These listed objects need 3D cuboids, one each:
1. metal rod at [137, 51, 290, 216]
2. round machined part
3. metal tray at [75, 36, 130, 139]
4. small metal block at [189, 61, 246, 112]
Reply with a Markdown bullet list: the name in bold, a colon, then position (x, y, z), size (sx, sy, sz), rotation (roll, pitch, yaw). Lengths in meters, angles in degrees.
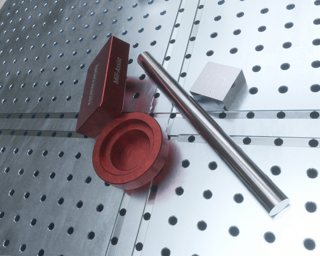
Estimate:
- **metal rod**: position (0.046, -0.016, 0.394), size (0.025, 0.025, 0.300), rotation (-39, 51, 2)
- **round machined part**: position (-0.033, 0.032, 0.395), size (0.098, 0.042, 0.098), rotation (-13, 56, 21)
- **metal tray**: position (-0.084, -0.060, 0.457), size (0.090, 0.030, 0.130), rotation (-37, 41, 45)
- **small metal block**: position (0.075, -0.055, 0.403), size (0.050, 0.025, 0.050), rotation (23, 74, 36)
